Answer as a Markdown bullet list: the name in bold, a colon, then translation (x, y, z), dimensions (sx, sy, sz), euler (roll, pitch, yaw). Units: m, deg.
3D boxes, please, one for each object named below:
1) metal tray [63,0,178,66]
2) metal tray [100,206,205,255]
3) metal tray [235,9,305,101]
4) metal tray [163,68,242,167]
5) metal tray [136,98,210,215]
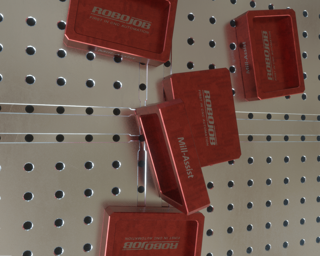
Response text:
- **metal tray**: translation (-0.048, -0.137, 0.392), dimensions (0.131, 0.030, 0.089), euler (9, 87, -20)
- **metal tray**: translation (-0.009, 0.152, 0.407), dimensions (0.131, 0.030, 0.089), euler (7, 88, -20)
- **metal tray**: translation (0.169, -0.111, 0.473), dimensions (0.091, 0.030, 0.129), euler (-10, 94, -20)
- **metal tray**: translation (0.060, -0.014, 0.433), dimensions (0.091, 0.030, 0.129), euler (-10, 94, -20)
- **metal tray**: translation (0.013, 0.032, 0.383), dimensions (0.030, 0.090, 0.129), euler (-17, 96, -19)
